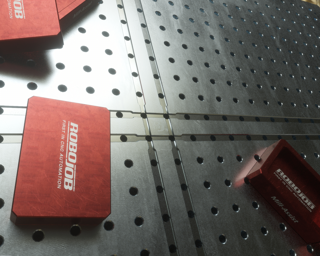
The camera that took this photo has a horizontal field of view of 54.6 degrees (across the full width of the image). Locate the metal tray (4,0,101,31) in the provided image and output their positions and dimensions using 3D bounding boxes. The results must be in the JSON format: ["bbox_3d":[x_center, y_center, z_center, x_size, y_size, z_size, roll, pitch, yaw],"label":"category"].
[{"bbox_3d":[-0.149,-0.197,0.444,0.090,0.030,0.130,35,51,-5],"label":"metal tray"}]

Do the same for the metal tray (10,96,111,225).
[{"bbox_3d":[-0.101,0.033,0.330,0.091,0.030,0.130,9,58,-24],"label":"metal tray"}]

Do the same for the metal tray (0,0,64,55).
[{"bbox_3d":[-0.174,-0.157,0.377,0.091,0.030,0.130,-10,75,-14],"label":"metal tray"}]

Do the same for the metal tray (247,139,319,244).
[{"bbox_3d":[0.200,0.090,0.456,0.130,0.030,0.091,47,51,5],"label":"metal tray"}]
